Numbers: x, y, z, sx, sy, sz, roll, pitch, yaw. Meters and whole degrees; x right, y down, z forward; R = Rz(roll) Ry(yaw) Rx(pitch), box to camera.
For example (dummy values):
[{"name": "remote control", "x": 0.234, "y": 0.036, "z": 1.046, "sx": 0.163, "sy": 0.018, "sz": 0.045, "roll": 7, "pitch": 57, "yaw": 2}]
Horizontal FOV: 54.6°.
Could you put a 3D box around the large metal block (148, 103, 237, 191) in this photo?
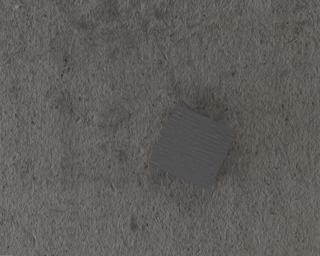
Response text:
[{"name": "large metal block", "x": 0.039, "y": 0.023, "z": 0.398, "sx": 0.080, "sy": 0.050, "sz": 0.080, "roll": 25, "pitch": 90, "yaw": 0}]
